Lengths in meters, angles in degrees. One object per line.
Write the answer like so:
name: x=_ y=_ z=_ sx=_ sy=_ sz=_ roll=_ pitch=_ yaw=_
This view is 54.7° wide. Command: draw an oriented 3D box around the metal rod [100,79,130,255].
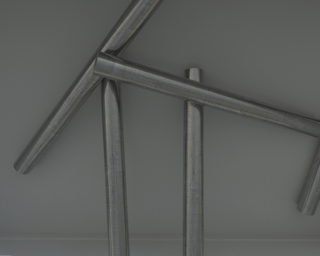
metal rod: x=-0.054 y=0.051 z=0.374 sx=0.025 sy=0.025 sz=0.298 roll=-3 pitch=89 yaw=1

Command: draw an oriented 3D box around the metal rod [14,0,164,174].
metal rod: x=-0.095 y=-0.044 z=0.368 sx=0.025 sy=0.025 sz=0.299 roll=38 pitch=115 yaw=-13

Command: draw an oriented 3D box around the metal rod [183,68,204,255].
metal rod: x=0.040 y=0.077 z=0.375 sx=0.025 sy=0.025 sz=0.298 roll=1 pitch=85 yaw=-1

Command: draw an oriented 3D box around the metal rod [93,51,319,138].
metal rod: x=0.073 y=-0.033 z=0.368 sx=0.302 sy=0.025 sz=0.025 roll=14 pitch=110 yaw=-18

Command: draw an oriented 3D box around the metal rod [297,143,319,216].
metal rod: x=0.239 y=-0.016 z=0.408 sx=0.025 sy=0.025 sz=0.298 roll=8 pitch=110 yaw=-4
